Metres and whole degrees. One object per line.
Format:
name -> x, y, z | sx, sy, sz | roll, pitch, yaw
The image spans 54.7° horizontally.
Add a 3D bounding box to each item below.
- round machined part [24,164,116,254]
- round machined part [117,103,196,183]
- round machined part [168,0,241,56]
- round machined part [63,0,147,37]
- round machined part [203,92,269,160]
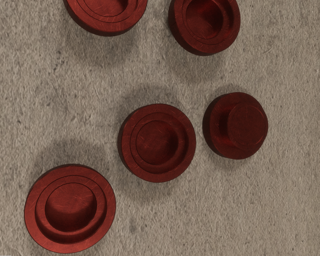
round machined part -> -0.104, 0.090, 0.362 | 0.099, 0.042, 0.097 | 0, 90, -21
round machined part -> -0.007, 0.018, 0.399 | 0.099, 0.042, 0.097 | 0, 90, -21
round machined part -> 0.056, -0.146, 0.422 | 0.099, 0.042, 0.097 | 0, 90, -21
round machined part -> -0.068, -0.159, 0.375 | 0.099, 0.042, 0.097 | 0, 90, -21
round machined part -> 0.114, -0.003, 0.444 | 0.099, 0.042, 0.097 | 0, 90, -21
